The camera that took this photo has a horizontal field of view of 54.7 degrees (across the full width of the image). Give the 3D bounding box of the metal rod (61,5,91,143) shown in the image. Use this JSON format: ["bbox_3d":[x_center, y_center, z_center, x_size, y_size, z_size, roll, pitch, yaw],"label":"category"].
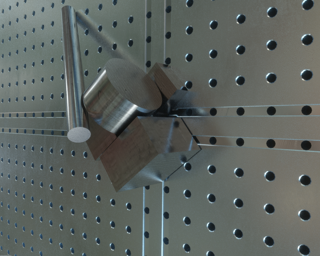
[{"bbox_3d":[-0.125,-0.097,0.442,0.025,0.025,0.300,-49,40,29],"label":"metal rod"}]

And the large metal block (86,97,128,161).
[{"bbox_3d":[-0.059,-0.006,0.421,0.050,0.081,0.080,-45,63,30],"label":"large metal block"}]

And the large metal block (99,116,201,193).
[{"bbox_3d":[-0.012,0.031,0.379,0.080,0.081,0.050,-45,64,30],"label":"large metal block"}]

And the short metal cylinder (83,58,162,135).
[{"bbox_3d":[-0.045,-0.038,0.375,0.050,0.081,0.080,-44,64,31],"label":"short metal cylinder"}]

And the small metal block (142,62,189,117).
[{"bbox_3d":[0.002,-0.049,0.407,0.050,0.025,0.050,-49,62,28],"label":"small metal block"}]
